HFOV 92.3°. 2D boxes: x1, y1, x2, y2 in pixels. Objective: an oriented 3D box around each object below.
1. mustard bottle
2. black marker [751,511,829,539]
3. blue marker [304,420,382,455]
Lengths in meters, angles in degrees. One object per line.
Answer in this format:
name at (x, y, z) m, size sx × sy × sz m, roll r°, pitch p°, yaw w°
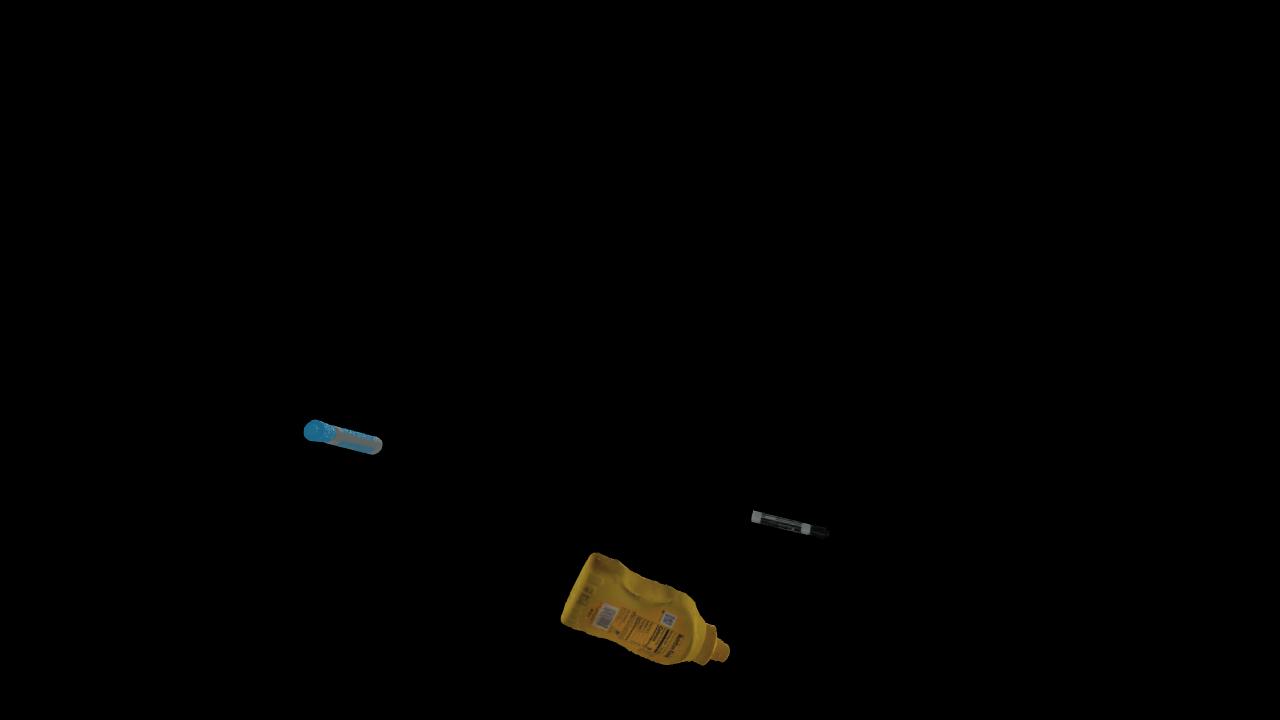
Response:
mustard bottle at (0.013, 0.284, 0.669) m, size 0.184 × 0.092 × 0.054 m, roll 25°, pitch 15°, yaw -2°
black marker at (0.238, 0.262, 0.977) m, size 0.121 × 0.020 × 0.020 m, roll 9°, pitch 3°, yaw 20°
blue marker at (-0.281, 0.075, 0.586) m, size 0.020 × 0.020 × 0.121 m, roll 0°, pitch -15°, yaw 2°
